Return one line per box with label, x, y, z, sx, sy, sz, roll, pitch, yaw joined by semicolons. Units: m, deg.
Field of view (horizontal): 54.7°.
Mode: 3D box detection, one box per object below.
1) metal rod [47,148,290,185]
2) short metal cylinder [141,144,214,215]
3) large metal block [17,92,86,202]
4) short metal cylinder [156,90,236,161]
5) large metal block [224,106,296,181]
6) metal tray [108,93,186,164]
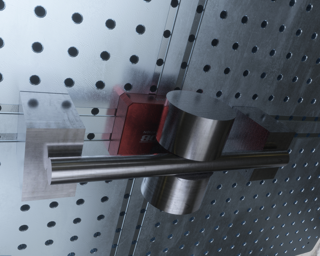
metal rod;0.034;0.039;0.349;0.303;0.025;0.025;0;118;-29
short metal cylinder;0.021;0.061;0.386;0.081;0.080;0.050;1;118;-29
large metal block;-0.117;0.016;0.320;0.050;0.080;0.079;1;118;-29
short metal cylinder;0.040;-0.005;0.356;0.081;0.080;0.050;1;118;-29
large metal block;0.140;0.022;0.464;0.050;0.080;0.079;1;118;-29
metal tray;0.005;0.004;0.413;0.131;0.030;0.089;1;118;-29
